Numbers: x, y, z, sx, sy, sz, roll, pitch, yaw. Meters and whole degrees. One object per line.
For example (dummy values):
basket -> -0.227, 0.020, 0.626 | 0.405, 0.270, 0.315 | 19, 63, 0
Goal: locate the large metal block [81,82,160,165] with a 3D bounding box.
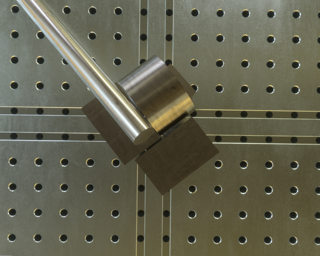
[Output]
large metal block -> -0.044, -0.005, 0.386 | 0.050, 0.080, 0.080 | -38, 90, 0

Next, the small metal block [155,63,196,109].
small metal block -> 0.012, -0.049, 0.414 | 0.050, 0.025, 0.050 | -42, 91, 0

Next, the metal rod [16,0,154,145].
metal rod -> -0.109, -0.097, 0.360 | 0.025, 0.025, 0.300 | -41, 69, 0

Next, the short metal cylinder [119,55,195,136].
short metal cylinder -> -0.003, -0.037, 0.360 | 0.050, 0.080, 0.080 | -37, 90, 0

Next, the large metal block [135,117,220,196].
large metal block -> 0.019, 0.031, 0.384 | 0.080, 0.080, 0.050 | -37, 90, 0
